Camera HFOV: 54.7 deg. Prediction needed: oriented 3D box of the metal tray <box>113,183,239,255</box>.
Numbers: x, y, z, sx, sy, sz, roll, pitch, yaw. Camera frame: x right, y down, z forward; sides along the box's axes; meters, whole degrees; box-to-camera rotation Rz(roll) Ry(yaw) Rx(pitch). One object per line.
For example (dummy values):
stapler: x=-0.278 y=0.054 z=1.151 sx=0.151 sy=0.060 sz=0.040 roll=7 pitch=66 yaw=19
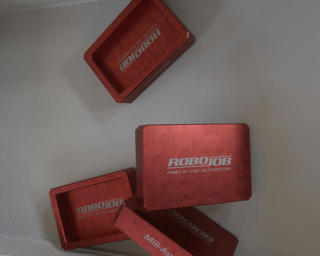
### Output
metal tray: x=0.022 y=0.122 z=0.365 sx=0.130 sy=0.090 sz=0.030 roll=33 pitch=109 yaw=16

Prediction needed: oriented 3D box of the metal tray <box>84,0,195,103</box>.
metal tray: x=-0.030 y=-0.106 z=0.412 sx=0.130 sy=0.030 sz=0.090 roll=-41 pitch=78 yaw=19

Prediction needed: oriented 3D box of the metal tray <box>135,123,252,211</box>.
metal tray: x=0.040 y=0.041 z=0.353 sx=0.131 sy=0.030 sz=0.089 roll=-1 pitch=88 yaw=-19

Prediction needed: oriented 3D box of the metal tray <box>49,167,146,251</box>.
metal tray: x=-0.086 y=0.114 z=0.436 sx=0.130 sy=0.030 sz=0.090 roll=-17 pitch=85 yaw=18
